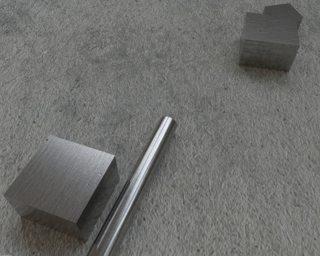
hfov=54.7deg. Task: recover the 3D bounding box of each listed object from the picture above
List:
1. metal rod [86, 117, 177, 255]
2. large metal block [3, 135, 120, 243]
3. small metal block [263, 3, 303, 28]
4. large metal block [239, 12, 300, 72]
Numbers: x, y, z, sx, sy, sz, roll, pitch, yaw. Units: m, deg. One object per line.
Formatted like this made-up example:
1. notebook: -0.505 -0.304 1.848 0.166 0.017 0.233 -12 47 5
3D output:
1. metal rod: -0.045 0.100 0.318 0.025 0.025 0.301 17 52 14
2. large metal block: -0.100 0.063 0.333 0.080 0.050 0.080 16 52 13
3. small metal block: 0.227 -0.206 0.578 0.050 0.025 0.050 -10 51 -9
4. large metal block: 0.176 -0.142 0.508 0.080 0.050 0.080 9 51 7
